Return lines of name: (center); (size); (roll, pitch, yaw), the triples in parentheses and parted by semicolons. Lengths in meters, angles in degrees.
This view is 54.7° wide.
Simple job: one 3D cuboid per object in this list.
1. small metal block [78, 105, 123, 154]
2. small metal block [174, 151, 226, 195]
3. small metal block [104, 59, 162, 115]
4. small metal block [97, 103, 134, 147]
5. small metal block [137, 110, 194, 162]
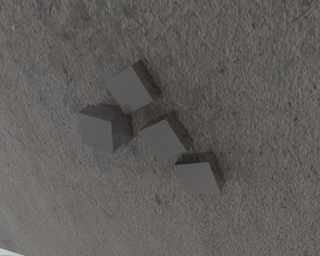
small metal block: (-0.079, 0.001, 0.417); (0.050, 0.025, 0.050); (15, 125, 19)
small metal block: (0.054, 0.061, 0.416); (0.050, 0.025, 0.050); (-10, 114, 32)
small metal block: (-0.034, -0.051, 0.393); (0.050, 0.025, 0.050); (-22, 107, 36)
small metal block: (-0.068, -0.005, 0.440); (0.050, 0.025, 0.050); (8, 122, 24)
small metal block: (0.007, 0.011, 0.410); (0.050, 0.025, 0.050); (-24, 106, 36)
